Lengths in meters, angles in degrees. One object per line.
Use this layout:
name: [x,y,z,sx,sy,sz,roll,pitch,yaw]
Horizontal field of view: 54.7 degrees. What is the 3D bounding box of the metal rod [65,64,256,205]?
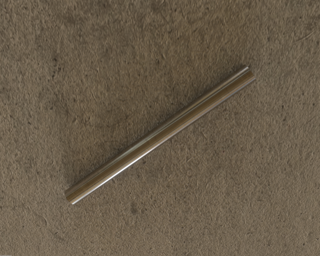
metal rod: [-0.007,0.015,0.417,0.300,0.025,0.025,-35,107,11]
